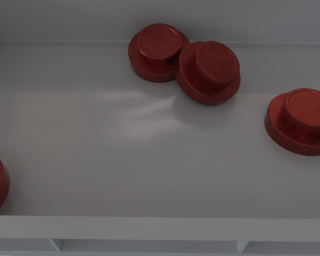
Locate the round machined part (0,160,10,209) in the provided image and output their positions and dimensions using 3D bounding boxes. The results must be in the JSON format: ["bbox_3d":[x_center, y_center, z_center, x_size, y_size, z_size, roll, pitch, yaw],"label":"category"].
[{"bbox_3d":[-0.212,0.071,0.332,0.099,0.042,0.098,0,50,0],"label":"round machined part"}]

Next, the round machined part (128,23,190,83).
[{"bbox_3d":[0.000,-0.122,0.481,0.099,0.042,0.098,0,66,1],"label":"round machined part"}]

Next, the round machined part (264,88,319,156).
[{"bbox_3d":[0.193,-0.015,0.408,0.099,0.042,0.098,0,50,0],"label":"round machined part"}]

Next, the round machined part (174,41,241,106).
[{"bbox_3d":[0.074,-0.084,0.441,0.099,0.042,0.098,9,64,-19],"label":"round machined part"}]
